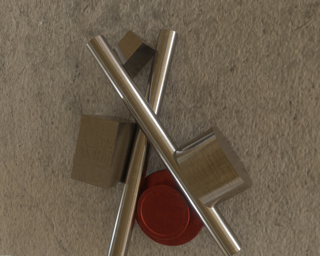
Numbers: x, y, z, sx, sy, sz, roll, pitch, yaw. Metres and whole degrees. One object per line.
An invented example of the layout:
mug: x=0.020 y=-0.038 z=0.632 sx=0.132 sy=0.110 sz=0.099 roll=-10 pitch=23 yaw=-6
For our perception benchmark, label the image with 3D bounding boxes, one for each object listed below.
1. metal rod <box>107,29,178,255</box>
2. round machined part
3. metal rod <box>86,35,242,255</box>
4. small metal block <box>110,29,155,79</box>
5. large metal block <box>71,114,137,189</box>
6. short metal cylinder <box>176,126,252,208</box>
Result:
metal rod: x=-0.022 y=0.020 z=0.401 sx=0.025 sy=0.025 sz=0.298 roll=12 pitch=88 yaw=19
round machined part: x=0.010 y=0.103 z=0.398 sx=0.098 sy=0.042 sz=0.097 roll=0 pitch=90 yaw=19
metal rod: x=0.004 y=0.020 z=0.372 sx=0.025 sy=0.025 sz=0.299 roll=-34 pitch=88 yaw=16
small metal block: x=-0.037 y=-0.096 z=0.409 sx=0.050 sy=0.050 sz=0.025 roll=-47 pitch=76 yaw=14
large metal block: x=-0.064 y=0.027 z=0.403 sx=0.050 sy=0.080 sz=0.079 roll=13 pitch=94 yaw=19
short metal cylinder: x=0.063 y=0.045 z=0.359 sx=0.050 sy=0.080 sz=0.080 roll=-34 pitch=80 yaw=17
